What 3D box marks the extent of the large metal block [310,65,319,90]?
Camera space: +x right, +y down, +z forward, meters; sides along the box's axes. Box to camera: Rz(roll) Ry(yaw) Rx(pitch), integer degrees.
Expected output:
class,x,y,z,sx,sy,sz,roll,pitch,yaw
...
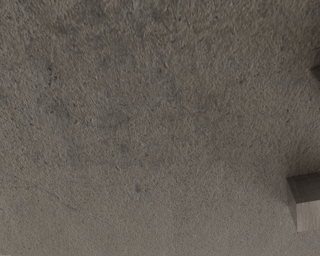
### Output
class,x,y,z,sx,sy,sz,roll,pitch,yaw
large metal block,0.234,-0.046,0.353,0.080,0.050,0.080,-29,125,22

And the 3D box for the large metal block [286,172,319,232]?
class,x,y,z,sx,sy,sz,roll,pitch,yaw
large metal block,0.251,0.116,0.491,0.080,0.050,0.080,-13,129,11
